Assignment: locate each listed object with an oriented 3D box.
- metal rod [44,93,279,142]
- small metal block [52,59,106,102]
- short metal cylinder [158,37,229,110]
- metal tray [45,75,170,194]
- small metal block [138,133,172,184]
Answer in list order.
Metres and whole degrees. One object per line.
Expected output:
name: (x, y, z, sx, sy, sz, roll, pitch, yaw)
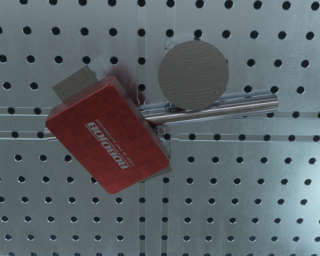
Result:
metal rod: (0.000, -0.014, 0.409, 0.302, 0.025, 0.025, -7, 110, 2)
small metal block: (-0.096, -0.057, 0.377, 0.050, 0.050, 0.025, -30, 108, 10)
short metal cylinder: (0.038, -0.067, 0.375, 0.081, 0.050, 0.079, 0, 110, -1)
metal tray: (-0.058, 0.013, 0.373, 0.090, 0.030, 0.130, -29, 119, 10)
small metal block: (-0.016, 0.042, 0.427, 0.050, 0.025, 0.050, -22, 109, 7)
